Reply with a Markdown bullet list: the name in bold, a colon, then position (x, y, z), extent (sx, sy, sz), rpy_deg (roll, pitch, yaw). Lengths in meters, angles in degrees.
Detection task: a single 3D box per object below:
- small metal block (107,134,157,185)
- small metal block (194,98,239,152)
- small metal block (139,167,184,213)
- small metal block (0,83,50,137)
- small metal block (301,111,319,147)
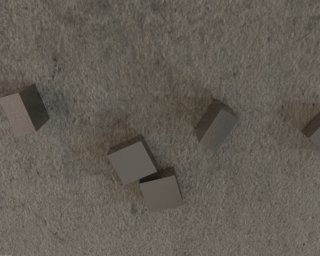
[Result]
- **small metal block**: position (-0.037, 0.043, 0.425), extent (0.050, 0.025, 0.050), rpy_deg (-24, 109, 8)
- **small metal block**: position (0.071, -0.005, 0.396), extent (0.025, 0.050, 0.050), rpy_deg (28, 108, -10)
- **small metal block**: position (0.002, 0.088, 0.443), extent (0.050, 0.025, 0.050), rpy_deg (-14, 110, 5)
- **small metal block**: position (-0.167, -0.023, 0.386), extent (0.025, 0.050, 0.050), rpy_deg (-15, 110, 5)
- **small metal block**: position (0.230, 0.004, 0.415), extent (0.050, 0.025, 0.050), rpy_deg (35, 106, -12)
